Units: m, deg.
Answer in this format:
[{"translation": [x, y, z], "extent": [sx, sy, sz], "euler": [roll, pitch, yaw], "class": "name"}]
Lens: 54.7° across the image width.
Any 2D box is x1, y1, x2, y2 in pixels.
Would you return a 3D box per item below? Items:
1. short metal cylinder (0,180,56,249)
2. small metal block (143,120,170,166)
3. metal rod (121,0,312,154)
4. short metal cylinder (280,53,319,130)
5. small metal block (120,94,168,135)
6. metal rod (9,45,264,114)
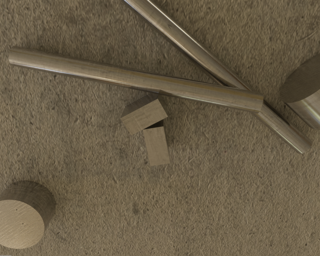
[{"translation": [-0.196, 0.122, 0.439], "extent": [0.081, 0.050, 0.079], "euler": [0, 110, 0], "class": "short metal cylinder"}, {"translation": [-0.004, 0.014, 0.402], "extent": [0.025, 0.050, 0.050], "euler": [-9, 110, 3], "class": "small metal block"}, {"translation": [0.079, -0.065, 0.386], "extent": [0.301, 0.025, 0.025], "euler": [38, 106, -13], "class": "metal rod"}, {"translation": [0.192, -0.045, 0.366], "extent": [0.050, 0.080, 0.080], "euler": [39, 105, -13], "class": "short metal cylinder"}, {"translation": [-0.019, -0.021, 0.388], "extent": [0.050, 0.050, 0.025], "euler": [-27, 108, 9], "class": "small metal block"}, {"translation": [-0.029, -0.059, 0.373], "extent": [0.302, 0.025, 0.025], "euler": [11, 110, 1], "class": "metal rod"}]
